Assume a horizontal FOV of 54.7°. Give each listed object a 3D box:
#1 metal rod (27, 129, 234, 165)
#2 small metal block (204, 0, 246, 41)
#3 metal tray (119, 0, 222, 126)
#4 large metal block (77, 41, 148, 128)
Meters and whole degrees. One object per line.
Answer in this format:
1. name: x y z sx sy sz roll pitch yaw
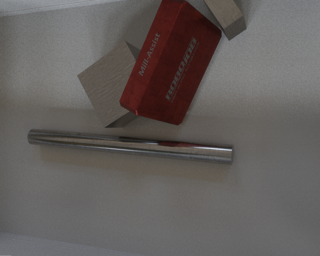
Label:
1. metal rod: -0.053 0.023 0.428 0.301 0.025 0.025 4 91 19
2. small metal block: 0.077 -0.138 0.370 0.025 0.050 0.050 -33 80 16
3. metal tray: 0.015 -0.072 0.367 0.030 0.090 0.129 30 100 37
4. large metal block: -0.049 -0.055 0.414 0.080 0.050 0.080 -31 80 17
